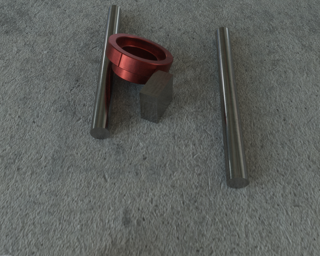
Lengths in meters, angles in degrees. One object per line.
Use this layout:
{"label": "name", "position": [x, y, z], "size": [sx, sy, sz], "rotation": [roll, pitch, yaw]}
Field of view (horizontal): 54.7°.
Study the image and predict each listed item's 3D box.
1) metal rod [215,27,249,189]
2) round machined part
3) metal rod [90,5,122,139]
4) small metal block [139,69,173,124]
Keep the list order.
{"label": "metal rod", "position": [0.099, -0.052, 0.447], "size": [0.025, 0.025, 0.300], "rotation": [3, 50, 3]}
{"label": "round machined part", "position": [-0.033, -0.100, 0.460], "size": [0.099, 0.042, 0.098], "rotation": [16, 32, -10]}
{"label": "metal rod", "position": [-0.081, -0.108, 0.492], "size": [0.025, 0.025, 0.300], "rotation": [-1, 50, -1]}
{"label": "small metal block", "position": [-0.004, -0.043, 0.423], "size": [0.025, 0.050, 0.050], "rotation": [20, 53, 16]}
